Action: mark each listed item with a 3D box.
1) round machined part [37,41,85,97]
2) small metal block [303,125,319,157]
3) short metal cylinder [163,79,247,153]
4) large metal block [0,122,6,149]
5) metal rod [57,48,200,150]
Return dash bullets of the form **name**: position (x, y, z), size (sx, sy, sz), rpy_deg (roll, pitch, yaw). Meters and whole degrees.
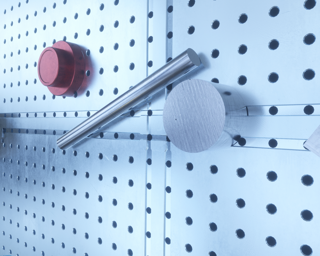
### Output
- **round machined part**: position (-0.180, -0.105, 0.547), size (0.098, 0.042, 0.097), rpy_deg (0, 90, 40)
- **small metal block**: position (0.156, 0.002, 0.264), size (0.025, 0.050, 0.050), rpy_deg (44, 116, 31)
- **short metal cylinder**: position (0.050, -0.013, 0.352), size (0.080, 0.050, 0.079), rpy_deg (0, 90, 40)
- **large metal block**: position (-0.418, 0.019, 0.739), size (0.080, 0.050, 0.080), rpy_deg (-50, 61, 28)
- **metal rod**: position (-0.066, -0.029, 0.463), size (0.299, 0.025, 0.025), rpy_deg (-28, 73, 36)
